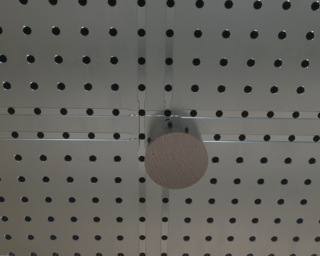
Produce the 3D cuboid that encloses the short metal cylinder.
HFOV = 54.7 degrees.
[{"bbox_3d":[0.020,0.034,0.413,0.081,0.050,0.079,0,110,-1],"label":"short metal cylinder"}]
